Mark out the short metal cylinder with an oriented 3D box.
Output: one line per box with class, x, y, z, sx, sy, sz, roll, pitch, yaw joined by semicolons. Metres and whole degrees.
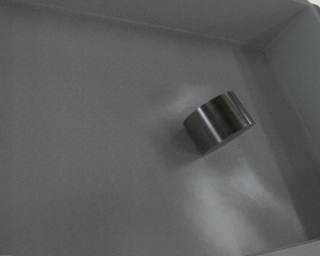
short metal cylinder;0.078;-0.005;0.415;0.081;0.080;0.050;-22;74;-36
